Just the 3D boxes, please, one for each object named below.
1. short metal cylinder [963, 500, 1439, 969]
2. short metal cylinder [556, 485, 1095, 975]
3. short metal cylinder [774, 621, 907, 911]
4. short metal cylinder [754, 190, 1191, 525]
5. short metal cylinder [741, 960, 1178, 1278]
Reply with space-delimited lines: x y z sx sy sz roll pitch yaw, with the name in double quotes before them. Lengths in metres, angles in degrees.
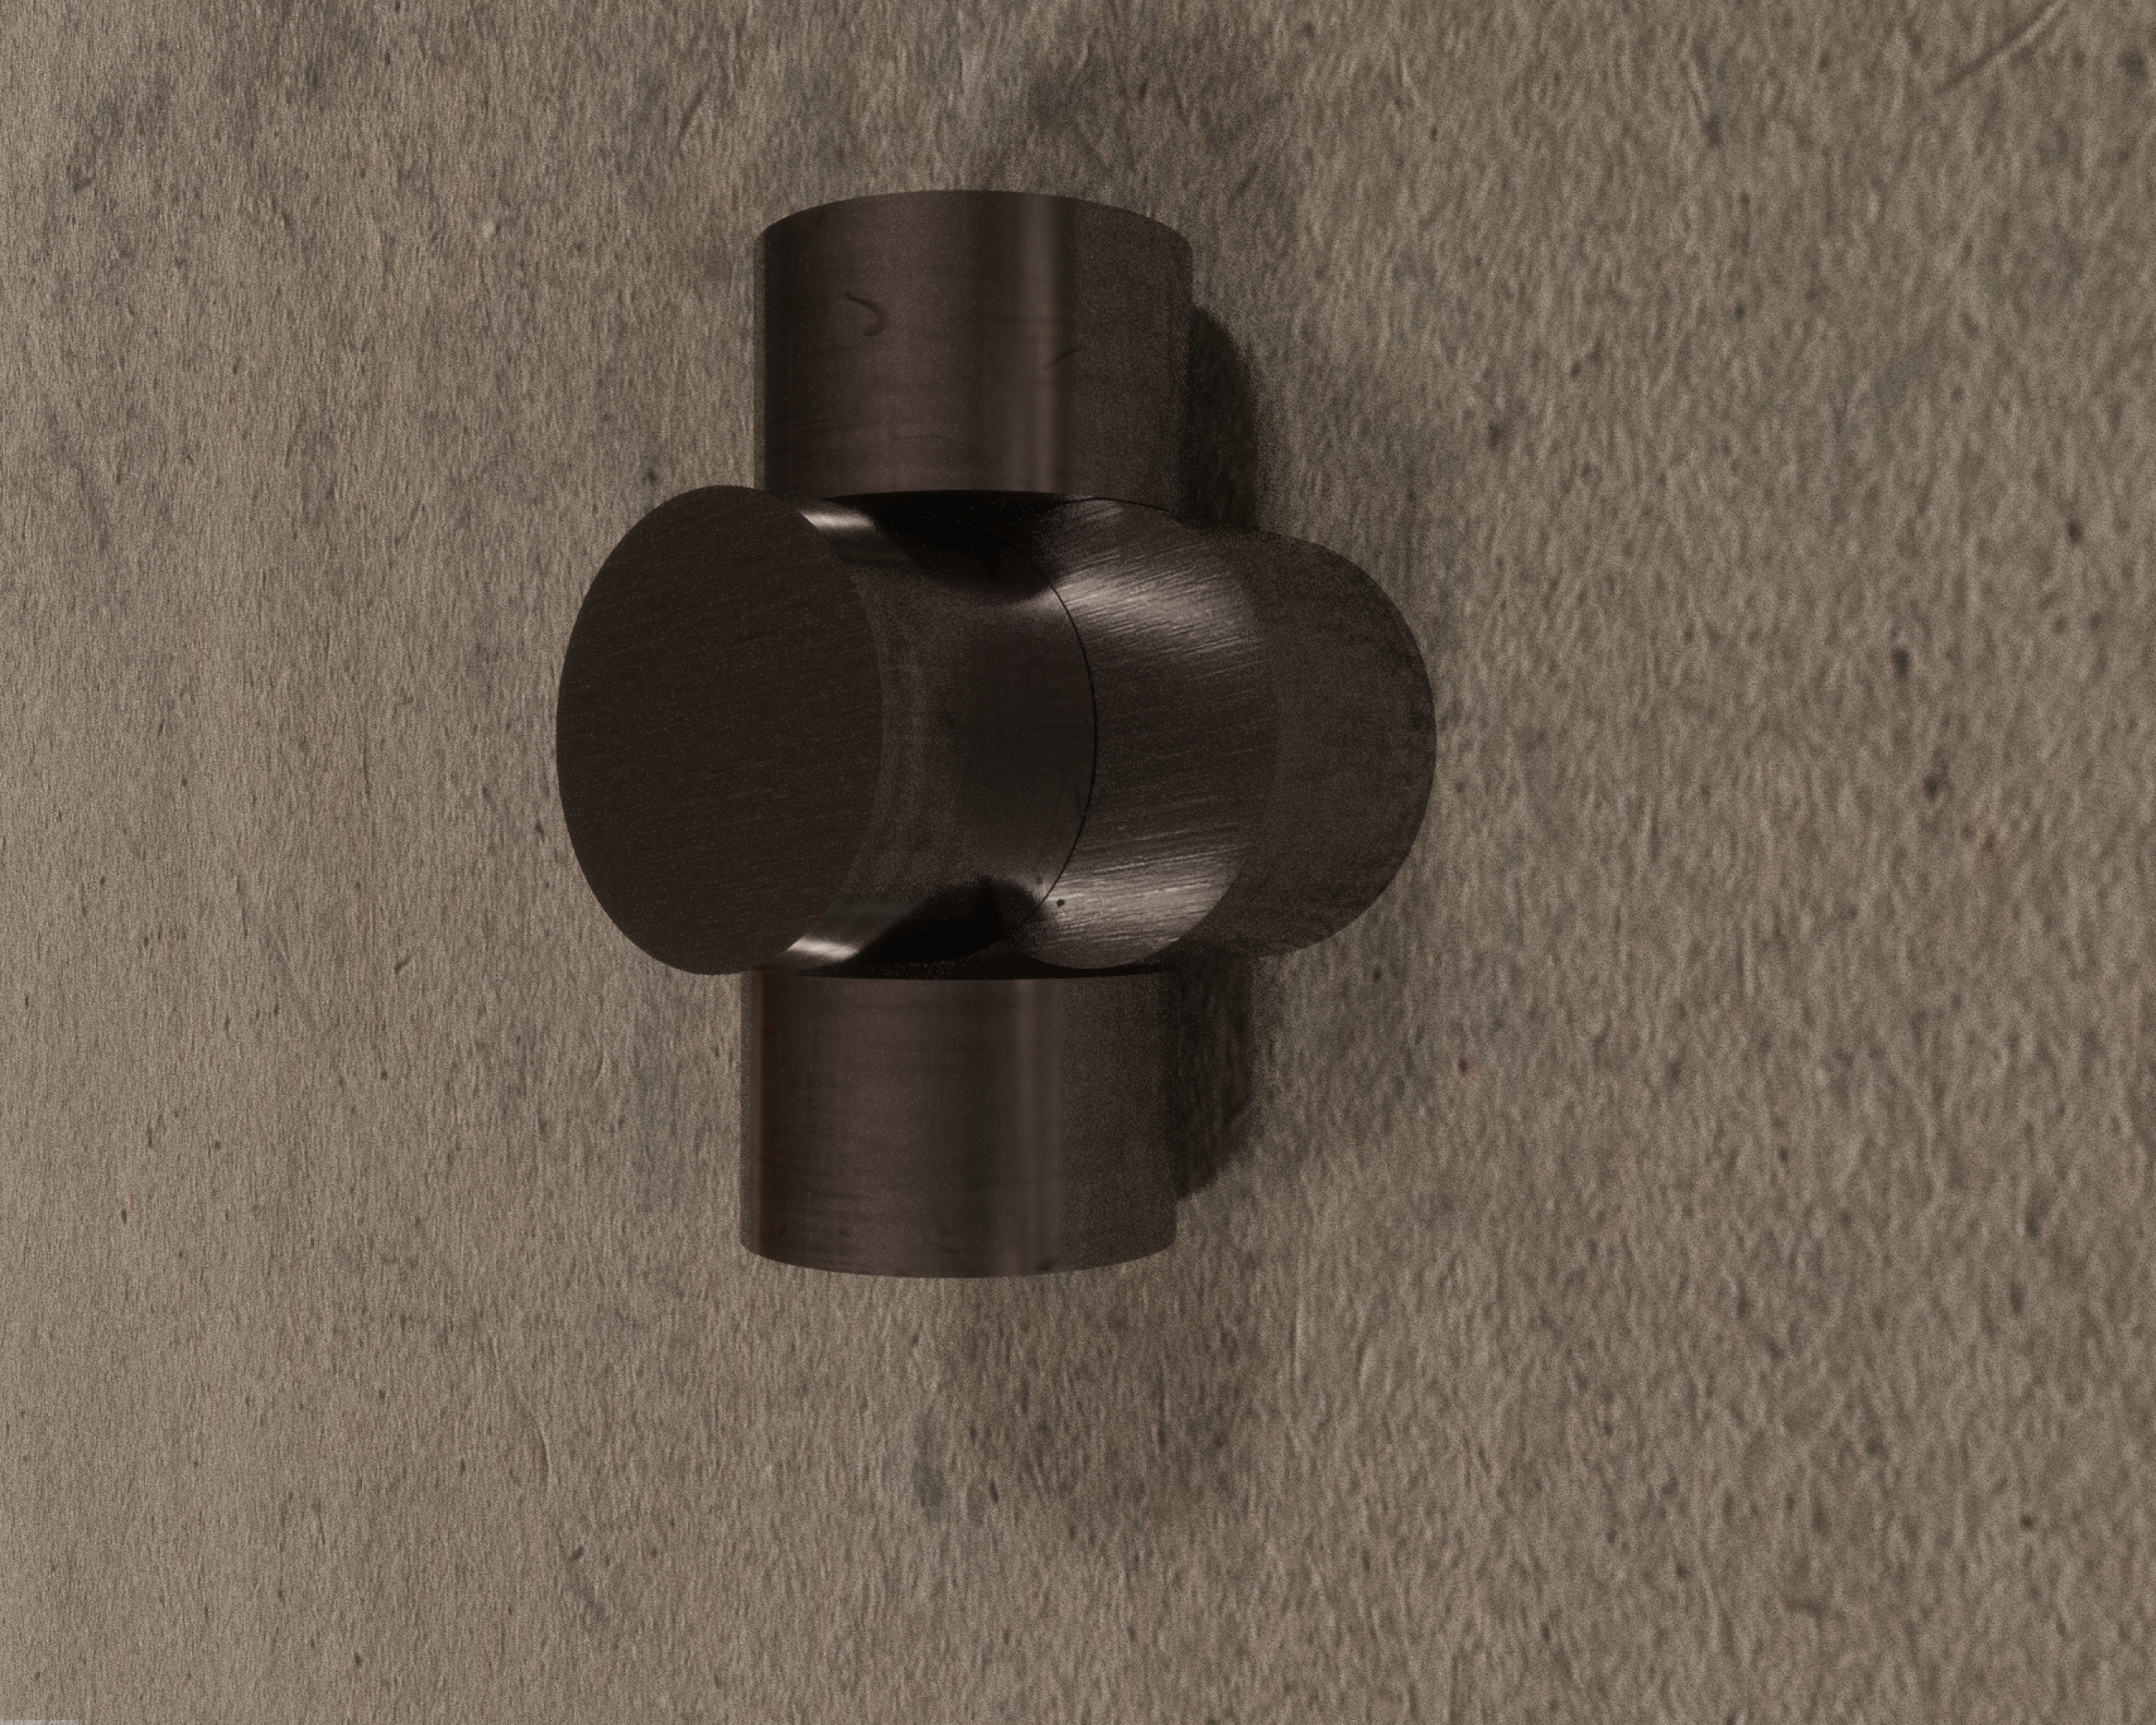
"short metal cylinder" 0.017 -0.022 0.374 0.080 0.050 0.079 0 90 39
"short metal cylinder" -0.044 -0.022 0.359 0.080 0.050 0.079 0 90 39
"short metal cylinder" -0.045 -0.022 0.425 0.080 0.050 0.079 0 90 39
"short metal cylinder" -0.019 -0.087 0.385 0.080 0.081 0.050 0 90 39
"short metal cylinder" -0.022 0.044 0.387 0.080 0.081 0.050 1 91 39
